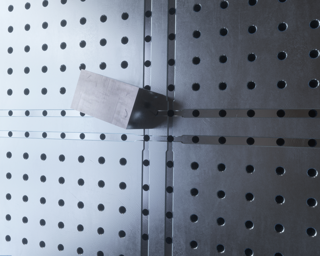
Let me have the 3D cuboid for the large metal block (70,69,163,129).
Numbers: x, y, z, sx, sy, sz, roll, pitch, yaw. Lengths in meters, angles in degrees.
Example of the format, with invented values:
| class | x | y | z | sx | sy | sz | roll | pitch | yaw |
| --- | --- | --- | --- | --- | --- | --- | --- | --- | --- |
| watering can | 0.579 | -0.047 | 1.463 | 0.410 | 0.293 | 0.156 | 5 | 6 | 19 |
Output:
| class | x | y | z | sx | sy | sz | roll | pitch | yaw |
| --- | --- | --- | --- | --- | --- | --- | --- | --- | --- |
| large metal block | -0.053 | -0.035 | 0.403 | 0.080 | 0.080 | 0.050 | 20 | 97 | 19 |
